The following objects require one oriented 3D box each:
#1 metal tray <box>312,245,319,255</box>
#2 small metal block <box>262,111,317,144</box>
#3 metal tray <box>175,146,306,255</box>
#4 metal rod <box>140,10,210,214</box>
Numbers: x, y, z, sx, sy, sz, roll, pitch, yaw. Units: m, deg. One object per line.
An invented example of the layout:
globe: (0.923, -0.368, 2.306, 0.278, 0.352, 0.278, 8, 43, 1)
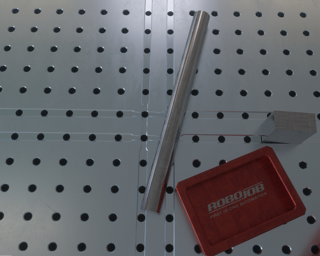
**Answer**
metal tray: (0.212, 0.180, 0.344, 0.090, 0.030, 0.130, 39, 74, 13)
small metal block: (0.164, 0.000, 0.399, 0.050, 0.050, 0.025, 4, 70, 1)
metal tray: (0.095, 0.087, 0.377, 0.131, 0.030, 0.090, -21, 71, -8)
metal rod: (0.026, -0.035, 0.424, 0.025, 0.025, 0.299, 14, 70, 5)
